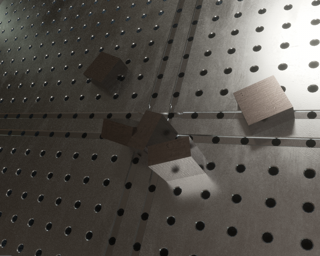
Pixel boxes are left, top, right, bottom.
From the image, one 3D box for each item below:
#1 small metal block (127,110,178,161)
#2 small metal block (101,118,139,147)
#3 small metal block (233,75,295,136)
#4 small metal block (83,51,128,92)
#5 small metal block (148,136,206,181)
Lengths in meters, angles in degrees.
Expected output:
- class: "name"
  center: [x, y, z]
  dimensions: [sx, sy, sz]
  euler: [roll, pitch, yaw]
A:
- class: "small metal block"
  center: [-0.008, 0.014, 0.387]
  dimensions: [0.025, 0.050, 0.050]
  euler: [16, 70, 34]
- class: "small metal block"
  center: [-0.040, 0.005, 0.405]
  dimensions: [0.050, 0.050, 0.025]
  euler: [16, 100, 34]
- class: "small metal block"
  center: [0.120, -0.026, 0.361]
  dimensions: [0.050, 0.025, 0.050]
  euler: [-24, 53, 13]
- class: "small metal block"
  center: [-0.090, -0.094, 0.511]
  dimensions: [0.050, 0.025, 0.050]
  euler: [28, 77, 37]
- class: "small metal block"
  center: [0.020, 0.037, 0.358]
  dimensions: [0.050, 0.050, 0.025]
  euler: [-15, 56, 19]
